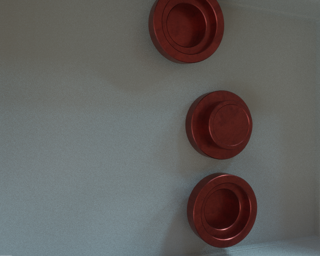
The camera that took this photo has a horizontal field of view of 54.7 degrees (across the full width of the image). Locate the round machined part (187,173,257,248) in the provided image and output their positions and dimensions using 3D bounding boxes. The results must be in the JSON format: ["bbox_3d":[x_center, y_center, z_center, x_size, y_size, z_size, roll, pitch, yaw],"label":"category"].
[{"bbox_3d":[0.082,0.111,0.432,0.099,0.042,0.097,0,90,-20],"label":"round machined part"}]

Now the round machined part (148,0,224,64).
[{"bbox_3d":[0.031,-0.134,0.409,0.099,0.042,0.097,-3,98,-20],"label":"round machined part"}]

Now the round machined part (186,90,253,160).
[{"bbox_3d":[0.089,-0.004,0.434,0.099,0.042,0.097,0,90,-20],"label":"round machined part"}]
